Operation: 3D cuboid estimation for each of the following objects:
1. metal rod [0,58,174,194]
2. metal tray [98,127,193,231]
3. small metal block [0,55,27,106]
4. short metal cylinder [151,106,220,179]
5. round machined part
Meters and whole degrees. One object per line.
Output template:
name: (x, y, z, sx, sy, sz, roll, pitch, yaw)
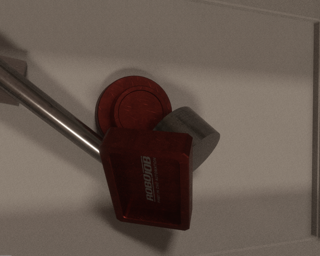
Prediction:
metal rod: (-0.076, 0.021, 0.367, 0.300, 0.025, 0.025, 41, 77, -22)
metal tray: (-0.010, 0.061, 0.346, 0.090, 0.030, 0.129, 5, 130, 11)
small metal block: (-0.180, -0.054, 0.344, 0.050, 0.025, 0.050, 11, 86, -20)
short metal cylinder: (0.028, 0.020, 0.386, 0.080, 0.080, 0.050, -38, 65, -16)
round machined part: (-0.029, -0.018, 0.392, 0.099, 0.042, 0.097, 0, 90, -20)
